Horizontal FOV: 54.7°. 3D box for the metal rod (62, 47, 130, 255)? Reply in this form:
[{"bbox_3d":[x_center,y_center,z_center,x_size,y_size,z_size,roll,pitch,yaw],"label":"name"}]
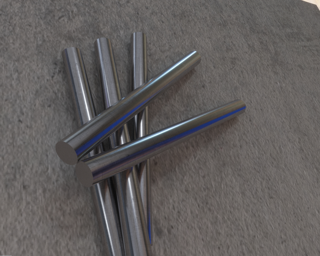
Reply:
[{"bbox_3d":[-0.071,0.035,0.344,0.025,0.025,0.299,-4,64,-31],"label":"metal rod"}]

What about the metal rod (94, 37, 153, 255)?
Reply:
[{"bbox_3d":[-0.048,0.008,0.358,0.025,0.025,0.299,3,55,-27],"label":"metal rod"}]

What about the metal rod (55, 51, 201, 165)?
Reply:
[{"bbox_3d":[-0.014,-0.046,0.391,0.025,0.025,0.302,44,40,1],"label":"metal rod"}]

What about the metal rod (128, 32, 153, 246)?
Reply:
[{"bbox_3d":[-0.026,-0.008,0.395,0.025,0.025,0.299,11,57,-23],"label":"metal rod"}]

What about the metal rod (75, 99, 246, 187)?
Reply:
[{"bbox_3d":[0.029,0.004,0.385,0.302,0.025,0.025,-21,73,-47],"label":"metal rod"}]
